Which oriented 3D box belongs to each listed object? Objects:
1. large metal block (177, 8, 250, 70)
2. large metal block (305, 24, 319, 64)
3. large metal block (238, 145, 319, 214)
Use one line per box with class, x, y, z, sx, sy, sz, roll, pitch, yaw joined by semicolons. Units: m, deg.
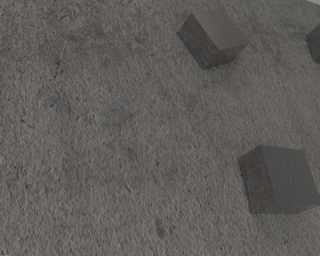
large metal block;0.091;-0.153;0.530;0.081;0.050;0.080;-22;74;-36
large metal block;0.384;-0.197;0.695;0.050;0.080;0.080;16;55;-19
large metal block;0.165;0.074;0.431;0.081;0.050;0.080;8;58;-24
